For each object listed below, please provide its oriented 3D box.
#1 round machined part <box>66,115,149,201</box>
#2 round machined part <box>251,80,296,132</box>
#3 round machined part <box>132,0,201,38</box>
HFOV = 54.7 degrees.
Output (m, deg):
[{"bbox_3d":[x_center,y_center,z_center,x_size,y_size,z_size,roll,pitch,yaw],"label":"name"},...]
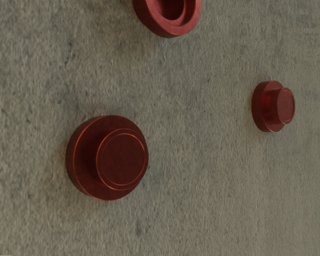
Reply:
[{"bbox_3d":[-0.052,0.034,0.352,0.099,0.042,0.097,0,90,-40],"label":"round machined part"},{"bbox_3d":[0.217,-0.041,0.579,0.099,0.042,0.097,0,90,-40],"label":"round machined part"},{"bbox_3d":[0.004,-0.165,0.399,0.099,0.042,0.097,0,90,-40],"label":"round machined part"}]
